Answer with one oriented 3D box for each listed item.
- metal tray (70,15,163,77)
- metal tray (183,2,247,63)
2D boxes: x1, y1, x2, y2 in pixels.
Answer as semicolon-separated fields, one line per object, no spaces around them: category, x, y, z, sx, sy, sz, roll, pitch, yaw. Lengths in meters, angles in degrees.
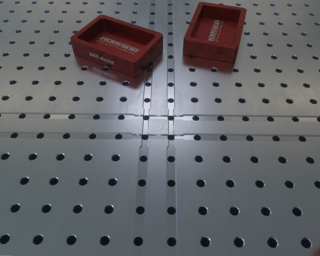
metal tray;-0.071;-0.142;0.523;0.130;0.030;0.090;23;54;18
metal tray;0.099;-0.173;0.550;0.090;0.030;0.130;13;51;10
